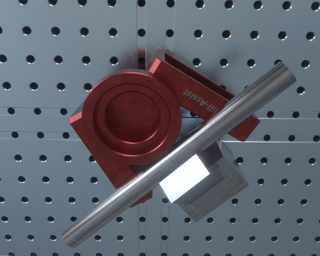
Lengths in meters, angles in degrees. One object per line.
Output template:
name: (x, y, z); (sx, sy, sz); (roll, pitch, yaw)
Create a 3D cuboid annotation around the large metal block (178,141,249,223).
large metal block: (0.058, 0.061, 0.404); (0.080, 0.080, 0.050); (-39, 106, 13)

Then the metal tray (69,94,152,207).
metal tray: (-0.054, 0.022, 0.386); (0.030, 0.090, 0.130); (-28, 108, 9)

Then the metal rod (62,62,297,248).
metal rod: (0.009, 0.037, 0.331); (0.300, 0.025, 0.025); (-39, 106, 12)

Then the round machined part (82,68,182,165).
round machined part: (-0.028, -0.014, 0.325); (0.099, 0.042, 0.097); (0, 110, -1)

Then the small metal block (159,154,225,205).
small metal block: (0.036, 0.057, 0.334); (0.050, 0.050, 0.025); (-41, 61, 13)

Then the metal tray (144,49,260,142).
metal tray: (0.045, -0.042, 0.363); (0.131, 0.090, 0.030); (30, 108, -11)
